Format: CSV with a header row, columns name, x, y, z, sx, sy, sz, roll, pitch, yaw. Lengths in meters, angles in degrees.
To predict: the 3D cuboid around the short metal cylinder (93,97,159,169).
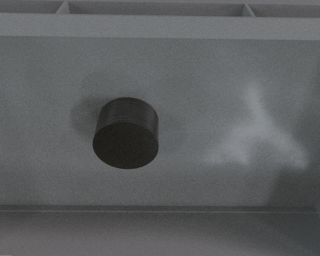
name,x,y,z,sx,sy,sz,roll,pitch,yaw
short metal cylinder,-0.042,0.007,0.398,0.080,0.050,0.080,0,130,0
